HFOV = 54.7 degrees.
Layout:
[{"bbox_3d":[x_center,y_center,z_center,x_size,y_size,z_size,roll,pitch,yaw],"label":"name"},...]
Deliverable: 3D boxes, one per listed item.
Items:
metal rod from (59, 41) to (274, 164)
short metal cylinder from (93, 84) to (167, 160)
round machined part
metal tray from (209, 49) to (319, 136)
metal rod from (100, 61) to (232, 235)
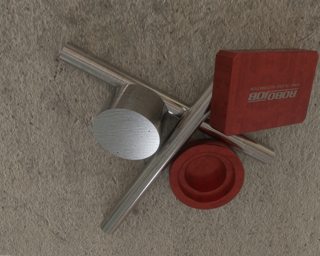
[{"bbox_3d":[0.017,-0.028,0.402,0.301,0.025,0.025,27,108,-10],"label":"metal rod"},{"bbox_3d":[-0.035,-0.007,0.381,0.080,0.050,0.079,7,131,9],"label":"short metal cylinder"},{"bbox_3d":[0.061,0.059,0.424,0.099,0.042,0.097,0,110,0],"label":"round machined part"},{"bbox_3d":[0.123,-0.045,0.363,0.131,0.030,0.089,-8,113,-27],"label":"metal tray"},{"bbox_3d":[0.003,0.039,0.407,0.025,0.025,0.298,32,113,-11],"label":"metal rod"}]
